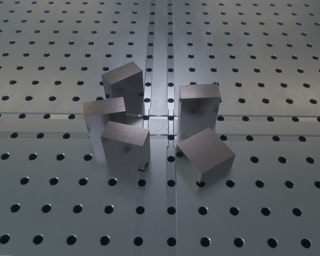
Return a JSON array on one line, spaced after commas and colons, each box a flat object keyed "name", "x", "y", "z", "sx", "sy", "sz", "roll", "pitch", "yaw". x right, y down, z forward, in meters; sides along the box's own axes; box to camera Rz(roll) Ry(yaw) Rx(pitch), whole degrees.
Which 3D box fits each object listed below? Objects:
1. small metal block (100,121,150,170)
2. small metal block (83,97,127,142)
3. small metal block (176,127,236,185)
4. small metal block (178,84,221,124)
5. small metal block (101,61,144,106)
[{"name": "small metal block", "x": -0.040, "y": 0.022, "z": 0.373, "sx": 0.050, "sy": 0.050, "sz": 0.025, "roll": 12, "pitch": 51, "yaw": 10}, {"name": "small metal block", "x": -0.069, "y": -0.010, "z": 0.400, "sx": 0.050, "sy": 0.050, "sz": 0.025, "roll": -9, "pitch": 51, "yaw": -7}, {"name": "small metal block", "x": 0.055, "y": 0.033, "z": 0.380, "sx": 0.050, "sy": 0.025, "sz": 0.050, "roll": -26, "pitch": 55, "yaw": -20}, {"name": "small metal block", "x": 0.052, "y": -0.032, "z": 0.419, "sx": 0.050, "sy": 0.050, "sz": 0.025, "roll": -3, "pitch": 50, "yaw": -2}, {"name": "small metal block", "x": -0.051, "y": -0.060, "z": 0.442, "sx": 0.050, "sy": 0.050, "sz": 0.025, "roll": -29, "pitch": 56, "yaw": -22}]
